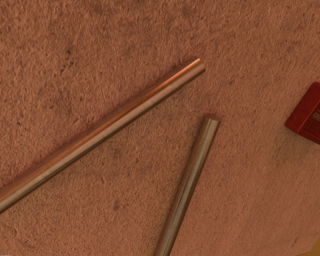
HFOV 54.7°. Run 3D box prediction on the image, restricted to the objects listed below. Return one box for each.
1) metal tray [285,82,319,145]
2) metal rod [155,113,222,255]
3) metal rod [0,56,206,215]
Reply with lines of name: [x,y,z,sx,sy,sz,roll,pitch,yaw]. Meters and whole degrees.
metal tray: [0.293,-0.018,0.555,0.131,0.030,0.090,19,109,-36]
metal rod: [0.037,0.115,0.500,0.025,0.025,0.298,2,117,-30]
metal rod: [-0.073,0.007,0.372,0.301,0.025,0.025,-35,129,-5]
